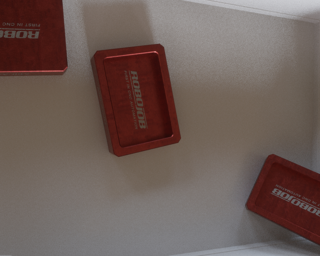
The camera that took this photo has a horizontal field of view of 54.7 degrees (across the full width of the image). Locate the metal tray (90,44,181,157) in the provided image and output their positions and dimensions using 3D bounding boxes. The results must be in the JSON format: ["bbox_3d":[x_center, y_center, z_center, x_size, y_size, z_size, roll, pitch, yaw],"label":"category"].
[{"bbox_3d":[-0.030,-0.036,0.397,0.091,0.030,0.129,-12,94,-20],"label":"metal tray"}]

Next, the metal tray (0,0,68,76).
[{"bbox_3d":[-0.174,-0.104,0.343,0.131,0.030,0.089,-5,92,-20],"label":"metal tray"}]

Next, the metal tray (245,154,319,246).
[{"bbox_3d":[0.202,0.105,0.448,0.130,0.030,0.090,25,80,16],"label":"metal tray"}]
